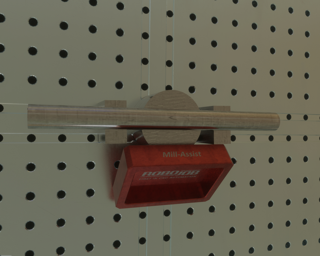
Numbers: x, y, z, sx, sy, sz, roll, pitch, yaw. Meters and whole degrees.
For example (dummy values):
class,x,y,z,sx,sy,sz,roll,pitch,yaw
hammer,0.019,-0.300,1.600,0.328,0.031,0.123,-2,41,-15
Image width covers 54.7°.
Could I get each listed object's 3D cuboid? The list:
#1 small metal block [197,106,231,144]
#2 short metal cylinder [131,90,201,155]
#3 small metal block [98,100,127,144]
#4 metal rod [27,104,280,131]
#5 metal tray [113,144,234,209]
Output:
class,x,y,z,sx,sy,sz,roll,pitch,yaw
small metal block,0.072,-0.004,0.426,0.025,0.050,0.050,-1,91,-20
short metal cylinder,0.007,-0.007,0.401,0.081,0.050,0.080,0,90,-20
small metal block,-0.059,-0.007,0.378,0.025,0.050,0.050,-1,91,-20
metal rod,0.010,-0.010,0.363,0.302,0.025,0.025,1,90,-20
metal tray,0.014,0.060,0.386,0.131,0.089,0.030,0,47,-20
